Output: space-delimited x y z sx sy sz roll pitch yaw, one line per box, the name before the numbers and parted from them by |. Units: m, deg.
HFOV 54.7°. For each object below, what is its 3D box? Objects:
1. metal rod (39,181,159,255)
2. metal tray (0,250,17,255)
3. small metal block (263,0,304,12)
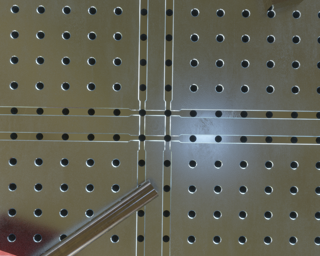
metal rod | -0.132 0.163 0.393 0.301 0.025 0.025 -34 90 -8
metal tray | -0.199 0.191 0.385 0.131 0.030 0.089 19 125 -1
small metal block | 0.164 -0.191 0.415 0.050 0.025 0.050 -15 90 -1
